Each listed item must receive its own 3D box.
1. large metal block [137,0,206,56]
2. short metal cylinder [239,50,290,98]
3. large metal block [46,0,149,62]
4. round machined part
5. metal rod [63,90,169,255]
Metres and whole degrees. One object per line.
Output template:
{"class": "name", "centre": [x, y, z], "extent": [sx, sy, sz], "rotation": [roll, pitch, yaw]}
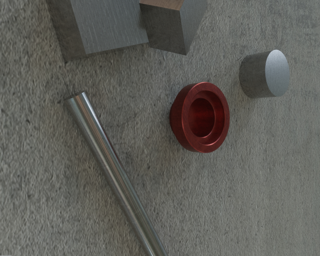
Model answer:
{"class": "large metal block", "centre": [0.019, -0.150, 0.382], "extent": [0.080, 0.050, 0.080], "rotation": [67, 43, -65]}
{"class": "short metal cylinder", "centre": [0.185, -0.093, 0.547], "extent": [0.081, 0.050, 0.079], "rotation": [0, 90, -40]}
{"class": "large metal block", "centre": [-0.068, -0.121, 0.333], "extent": [0.081, 0.050, 0.080], "rotation": [-24, 105, -38]}
{"class": "round machined part", "centre": [0.052, -0.014, 0.440], "extent": [0.099, 0.042, 0.097], "rotation": [0, 90, -40]}
{"class": "metal rod", "centre": [-0.035, 0.095, 0.377], "extent": [0.025, 0.025, 0.299], "rotation": [-37, 113, -34]}
